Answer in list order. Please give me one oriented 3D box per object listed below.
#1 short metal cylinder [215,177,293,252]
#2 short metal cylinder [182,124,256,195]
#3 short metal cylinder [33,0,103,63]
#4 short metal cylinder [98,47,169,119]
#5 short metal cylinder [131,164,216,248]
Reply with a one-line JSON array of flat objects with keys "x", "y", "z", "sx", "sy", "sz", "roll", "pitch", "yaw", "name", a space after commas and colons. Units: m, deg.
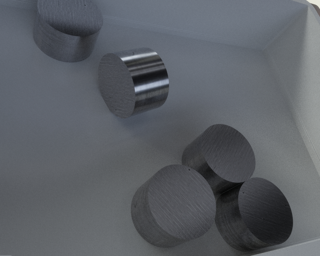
[{"x": 0.115, "y": 0.108, "z": 0.386, "sx": 0.081, "sy": 0.050, "sz": 0.080, "roll": 14, "pitch": 56, "yaw": -21, "name": "short metal cylinder"}, {"x": 0.076, "y": 0.042, "z": 0.405, "sx": 0.081, "sy": 0.050, "sz": 0.080, "roll": 14, "pitch": 56, "yaw": -21, "name": "short metal cylinder"}, {"x": -0.121, "y": -0.133, "z": 0.406, "sx": 0.081, "sy": 0.050, "sz": 0.080, "roll": 14, "pitch": 56, "yaw": -21, "name": "short metal cylinder"}, {"x": -0.034, "y": -0.057, "z": 0.386, "sx": 0.050, "sy": 0.080, "sz": 0.080, "roll": -21, "pitch": 73, "yaw": -36, "name": "short metal cylinder"}, {"x": 0.014, "y": 0.087, "z": 0.344, "sx": 0.081, "sy": 0.050, "sz": 0.080, "roll": 14, "pitch": 56, "yaw": -21, "name": "short metal cylinder"}]
